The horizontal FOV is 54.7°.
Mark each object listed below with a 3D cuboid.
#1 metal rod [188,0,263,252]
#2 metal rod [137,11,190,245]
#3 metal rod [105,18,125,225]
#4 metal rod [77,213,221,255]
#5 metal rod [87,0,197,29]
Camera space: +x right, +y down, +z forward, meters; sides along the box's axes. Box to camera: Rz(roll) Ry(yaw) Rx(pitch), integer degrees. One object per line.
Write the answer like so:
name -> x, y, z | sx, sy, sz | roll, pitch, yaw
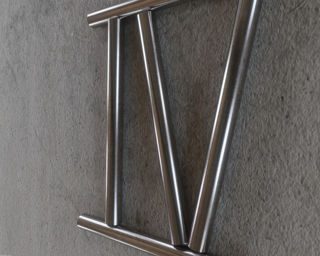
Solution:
metal rod -> 0.072, -0.005, 0.345 | 0.025, 0.025, 0.298 | 17, 101, 38
metal rod -> 0.004, -0.006, 0.400 | 0.025, 0.025, 0.298 | -15, 81, 39
metal rod -> -0.066, -0.009, 0.458 | 0.025, 0.025, 0.298 | 1, 91, 39
metal rod -> -0.009, 0.155, 0.410 | 0.300, 0.025, 0.025 | 2, 91, 39
metal rod -> 0.011, -0.167, 0.396 | 0.300, 0.025, 0.025 | 2, 91, 39
